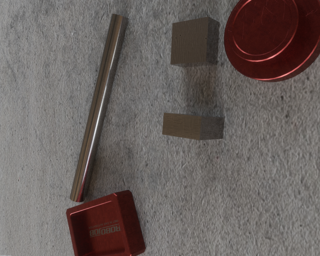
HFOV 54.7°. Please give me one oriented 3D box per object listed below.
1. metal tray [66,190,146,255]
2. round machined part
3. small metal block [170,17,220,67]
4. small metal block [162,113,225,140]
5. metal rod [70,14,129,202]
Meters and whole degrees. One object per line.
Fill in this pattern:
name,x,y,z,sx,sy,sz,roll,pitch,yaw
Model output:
metal tray,-0.087,0.153,0.470,0.130,0.030,0.090,-25,74,36
round machined part,0.107,-0.096,0.305,0.098,0.042,0.097,0,90,39
small metal block,0.041,-0.100,0.369,0.050,0.025,0.050,5,93,39
small metal block,0.039,-0.002,0.355,0.050,0.050,0.025,8,95,39
metal rod,-0.097,-0.023,0.482,0.025,0.025,0.298,26,106,37
